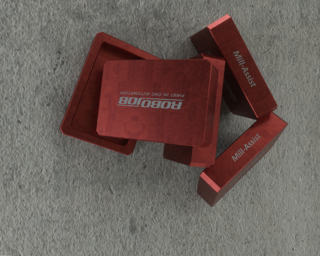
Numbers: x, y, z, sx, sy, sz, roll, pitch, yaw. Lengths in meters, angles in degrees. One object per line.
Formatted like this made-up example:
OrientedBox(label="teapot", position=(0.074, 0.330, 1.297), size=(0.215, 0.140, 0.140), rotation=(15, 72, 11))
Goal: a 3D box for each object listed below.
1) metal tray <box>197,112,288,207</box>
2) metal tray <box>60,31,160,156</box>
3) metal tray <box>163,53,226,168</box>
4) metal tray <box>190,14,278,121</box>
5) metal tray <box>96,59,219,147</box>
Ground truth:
OrientedBox(label="metal tray", position=(0.107, 0.043, 0.417), size=(0.130, 0.090, 0.030), rotation=(-40, 68, -15))
OrientedBox(label="metal tray", position=(-0.059, -0.041, 0.387), size=(0.091, 0.030, 0.129), rotation=(21, 83, -19))
OrientedBox(label="metal tray", position=(0.040, -0.020, 0.392), size=(0.030, 0.090, 0.129), rotation=(7, 88, -20))
OrientedBox(label="metal tray", position=(0.094, -0.076, 0.409), size=(0.030, 0.090, 0.130), rotation=(-32, 101, -3))
OrientedBox(label="metal tray", position=(-0.005, -0.029, 0.349), size=(0.130, 0.030, 0.089), rotation=(5, 88, 24))
